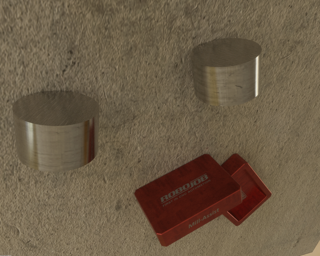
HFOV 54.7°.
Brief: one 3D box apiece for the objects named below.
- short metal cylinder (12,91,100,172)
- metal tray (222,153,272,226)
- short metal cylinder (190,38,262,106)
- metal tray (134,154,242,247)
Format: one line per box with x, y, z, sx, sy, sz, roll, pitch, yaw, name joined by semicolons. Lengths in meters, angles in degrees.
-0.103;0.000;0.315;0.081;0.080;0.050;-6;121;-25;short metal cylinder
0.135;0.112;0.546;0.090;0.030;0.130;-44;130;2;metal tray
0.079;-0.069;0.372;0.081;0.080;0.050;-22;127;-15;short metal cylinder
0.039;0.099;0.447;0.131;0.090;0.030;-26;128;-12;metal tray
